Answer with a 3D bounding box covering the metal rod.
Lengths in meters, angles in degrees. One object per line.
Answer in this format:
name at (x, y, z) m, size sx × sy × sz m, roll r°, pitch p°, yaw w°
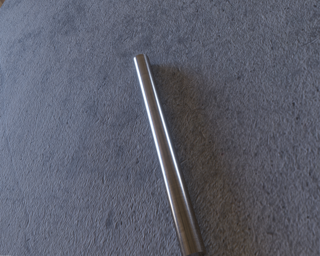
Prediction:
metal rod at (0.003, 0.011, 0.396) m, size 0.025 × 0.025 × 0.300 m, roll -25°, pitch 53°, yaw 13°
